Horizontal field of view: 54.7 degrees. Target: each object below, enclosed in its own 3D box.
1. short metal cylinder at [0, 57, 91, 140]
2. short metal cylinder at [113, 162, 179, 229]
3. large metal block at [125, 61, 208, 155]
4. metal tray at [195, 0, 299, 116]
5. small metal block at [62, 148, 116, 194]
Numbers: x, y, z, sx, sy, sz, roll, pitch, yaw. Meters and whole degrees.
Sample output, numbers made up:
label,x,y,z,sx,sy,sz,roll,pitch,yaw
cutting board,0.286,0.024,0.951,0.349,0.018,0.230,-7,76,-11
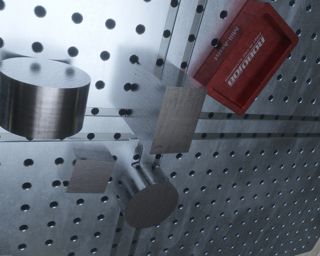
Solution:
label,x,y,z,sx,sy,sz,roll,pitch,yaw
short metal cylinder,-0.111,-0.030,0.296,0.081,0.080,0.050,2,118,-29
short metal cylinder,-0.021,0.096,0.443,0.081,0.050,0.079,-14,124,-21
large metal block,0.003,-0.025,0.361,0.050,0.080,0.079,0,119,-28
metal tray,0.116,-0.090,0.415,0.090,0.030,0.129,26,104,-37
small metal block,-0.091,0.056,0.396,0.050,0.025,0.050,9,114,-33
